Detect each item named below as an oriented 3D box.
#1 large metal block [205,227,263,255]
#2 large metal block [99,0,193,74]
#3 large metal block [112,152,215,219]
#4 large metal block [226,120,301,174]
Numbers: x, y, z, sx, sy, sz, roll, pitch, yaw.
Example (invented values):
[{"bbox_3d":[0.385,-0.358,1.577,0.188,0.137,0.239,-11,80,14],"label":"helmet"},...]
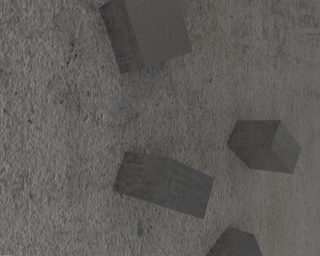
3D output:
[{"bbox_3d":[0.119,0.219,0.488,0.080,0.050,0.080,-39,114,-33],"label":"large metal block"},{"bbox_3d":[-0.015,-0.118,0.375,0.081,0.050,0.080,-28,108,-36],"label":"large metal block"},{"bbox_3d":[0.004,0.068,0.372,0.080,0.080,0.050,28,73,-37],"label":"large metal block"},{"bbox_3d":[0.172,0.030,0.513,0.080,0.080,0.050,42,65,-32],"label":"large metal block"}]
